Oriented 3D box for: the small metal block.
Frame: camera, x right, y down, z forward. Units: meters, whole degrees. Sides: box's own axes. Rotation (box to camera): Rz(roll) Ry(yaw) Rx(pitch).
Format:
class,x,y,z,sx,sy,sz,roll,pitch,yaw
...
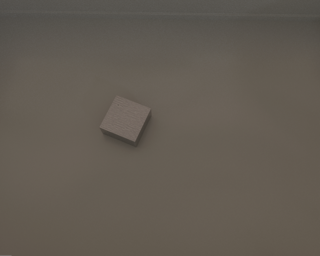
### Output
class,x,y,z,sx,sy,sz,roll,pitch,yaw
small metal block,-0.045,-0.009,0.413,0.050,0.025,0.050,22,71,8
